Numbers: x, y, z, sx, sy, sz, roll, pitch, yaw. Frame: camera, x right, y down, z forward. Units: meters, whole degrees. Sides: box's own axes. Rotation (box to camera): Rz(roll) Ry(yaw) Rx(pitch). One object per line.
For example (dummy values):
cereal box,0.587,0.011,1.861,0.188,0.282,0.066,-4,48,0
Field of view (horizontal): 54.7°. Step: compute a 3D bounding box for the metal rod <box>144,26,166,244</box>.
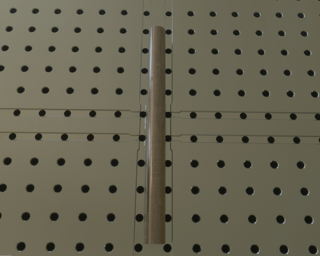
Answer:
metal rod,-0.005,-0.005,0.413,0.025,0.025,0.299,0,70,0
